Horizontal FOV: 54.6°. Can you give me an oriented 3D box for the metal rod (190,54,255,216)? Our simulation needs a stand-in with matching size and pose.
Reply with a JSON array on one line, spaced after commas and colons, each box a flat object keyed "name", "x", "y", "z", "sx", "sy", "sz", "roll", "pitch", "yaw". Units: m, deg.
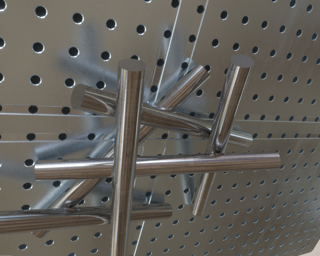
[{"name": "metal rod", "x": 0.075, "y": 0.035, "z": 0.427, "sx": 0.025, "sy": 0.025, "sz": 0.298, "roll": -15, "pitch": 139, "yaw": -20}]

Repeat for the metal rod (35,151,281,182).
[{"name": "metal rod", "x": 0.006, "y": 0.046, "z": 0.387, "sx": 0.302, "sy": 0.025, "sz": 0.025, "roll": -1, "pitch": 120, "yaw": -10}]

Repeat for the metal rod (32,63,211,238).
[{"name": "metal rod", "x": -0.053, "y": 0.030, "z": 0.400, "sx": 0.300, "sy": 0.025, "sz": 0.025, "roll": -44, "pitch": 129, "yaw": 2}]

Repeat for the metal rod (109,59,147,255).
[{"name": "metal rod", "x": -0.042, "y": 0.064, "z": 0.358, "sx": 0.025, "sy": 0.025, "sz": 0.298, "roll": -10, "pitch": 130, "yaw": -23}]

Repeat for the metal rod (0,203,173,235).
[{"name": "metal rod", "x": -0.098, "y": 0.114, "z": 0.397, "sx": 0.302, "sy": 0.025, "sz": 0.025, "roll": 10, "pitch": 114, "yaw": -43}]

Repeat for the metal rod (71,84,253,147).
[{"name": "metal rod", "x": 0.030, "y": -0.005, "z": 0.394, "sx": 0.302, "sy": 0.025, "sz": 0.025, "roll": 13, "pitch": 112, "yaw": -43}]
